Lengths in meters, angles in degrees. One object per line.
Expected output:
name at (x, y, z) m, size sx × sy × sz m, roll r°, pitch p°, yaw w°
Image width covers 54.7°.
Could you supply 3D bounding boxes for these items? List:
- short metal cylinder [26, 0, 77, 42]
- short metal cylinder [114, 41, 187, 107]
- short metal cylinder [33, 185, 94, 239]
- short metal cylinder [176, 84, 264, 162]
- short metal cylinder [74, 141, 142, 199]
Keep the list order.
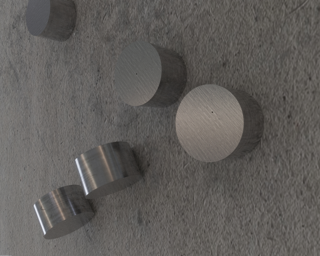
short metal cylinder at (-0.193, -0.198, 0.549) m, size 0.080 × 0.050 × 0.080 m, roll 0°, pitch 90°, yaw 40°
short metal cylinder at (-0.013, -0.067, 0.399) m, size 0.080 × 0.050 × 0.080 m, roll 0°, pitch 90°, yaw 40°
short metal cylinder at (-0.153, 0.134, 0.496) m, size 0.080 × 0.081 × 0.050 m, roll -47°, pitch 62°, yaw 30°
short metal cylinder at (0.064, -0.005, 0.336) m, size 0.080 × 0.050 × 0.080 m, roll 0°, pitch 90°, yaw 40°
short metal cylinder at (-0.071, 0.059, 0.428) m, size 0.080 × 0.081 × 0.050 m, roll -36°, pitch 68°, yaw 34°
